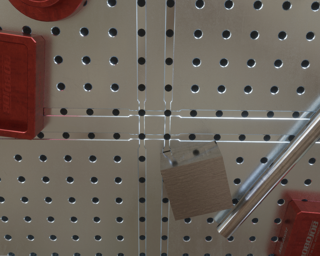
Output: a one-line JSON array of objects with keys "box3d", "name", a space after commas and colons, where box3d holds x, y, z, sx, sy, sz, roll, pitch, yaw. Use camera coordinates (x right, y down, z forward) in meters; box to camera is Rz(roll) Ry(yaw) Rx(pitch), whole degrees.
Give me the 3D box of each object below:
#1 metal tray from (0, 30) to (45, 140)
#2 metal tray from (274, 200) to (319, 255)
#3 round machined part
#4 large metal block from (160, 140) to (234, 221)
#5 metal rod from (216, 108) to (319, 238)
[{"box3d": [-0.196, -0.054, 0.387, 0.091, 0.030, 0.129, 8, 110, -4], "name": "metal tray"}, {"box3d": [0.235, 0.178, 0.479, 0.091, 0.030, 0.129, 5, 110, -3], "name": "metal tray"}, {"box3d": [-0.130, -0.168, 0.340, 0.099, 0.042, 0.097, 0, 110, -1], "name": "round machined part"}, {"box3d": [0.049, 0.072, 0.427, 0.080, 0.050, 0.080, -14, 110, 4], "name": "large metal block"}, {"box3d": [0.179, 0.042, 0.431, 0.025, 0.025, 0.299, 32, 107, -12], "name": "metal rod"}]
